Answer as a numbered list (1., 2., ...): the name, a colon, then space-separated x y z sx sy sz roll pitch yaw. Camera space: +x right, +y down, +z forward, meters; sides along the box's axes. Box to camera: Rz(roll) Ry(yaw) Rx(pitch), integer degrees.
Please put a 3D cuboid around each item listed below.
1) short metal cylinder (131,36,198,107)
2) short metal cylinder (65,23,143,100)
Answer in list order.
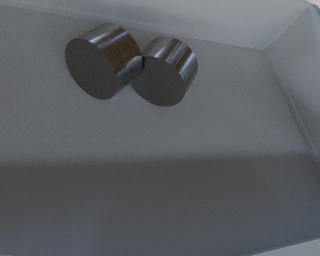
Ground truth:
1. short metal cylinder: 0.005 -0.075 0.419 0.080 0.080 0.050 35 51 -6
2. short metal cylinder: -0.069 -0.082 0.383 0.080 0.080 0.050 43 51 1
